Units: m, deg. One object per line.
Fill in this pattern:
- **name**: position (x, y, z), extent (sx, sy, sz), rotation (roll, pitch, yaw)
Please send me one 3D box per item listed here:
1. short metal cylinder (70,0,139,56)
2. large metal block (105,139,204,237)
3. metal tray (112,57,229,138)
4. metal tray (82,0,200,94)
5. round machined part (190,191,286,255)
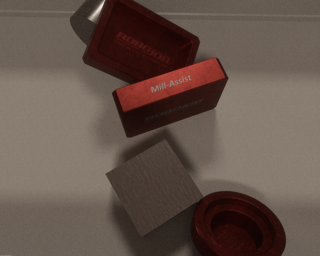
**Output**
- **short metal cylinder**: position (-0.076, -0.142, 0.432), extent (0.080, 0.080, 0.050), rotation (31, 73, 10)
- **large metal block**: position (-0.007, 0.073, 0.370), extent (0.080, 0.050, 0.080), rotation (-30, 73, -11)
- **metal tray**: position (0.012, -0.035, 0.387), extent (0.131, 0.090, 0.030), rotation (-19, 72, -7)
- **metal tray**: position (-0.020, -0.100, 0.394), extent (0.131, 0.030, 0.090), rotation (22, 78, -22)
- **round machined part**: position (0.082, 0.119, 0.341), extent (0.099, 0.042, 0.098), rotation (7, 33, -4)
